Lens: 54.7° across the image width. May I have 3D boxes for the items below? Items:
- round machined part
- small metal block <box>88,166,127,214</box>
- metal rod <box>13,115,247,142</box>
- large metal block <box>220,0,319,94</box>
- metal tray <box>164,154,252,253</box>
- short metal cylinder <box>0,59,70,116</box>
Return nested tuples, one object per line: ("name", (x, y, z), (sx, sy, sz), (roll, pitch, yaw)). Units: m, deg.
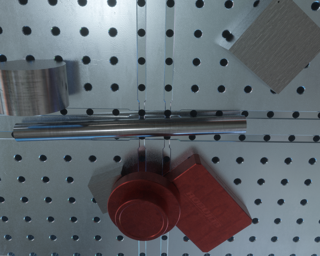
("round machined part", (-0.022, 0.111, 0.413), (0.099, 0.042, 0.097), (2, 114, 4))
("small metal block", (-0.068, 0.089, 0.445), (0.050, 0.025, 0.050), (-20, 109, 7))
("metal rod", (-0.039, 0.000, 0.413), (0.302, 0.025, 0.025), (-2, 110, 0))
("large metal block", (0.132, -0.100, 0.365), (0.080, 0.050, 0.080), (38, 106, -13))
("metal tray", (0.060, 0.113, 0.453), (0.090, 0.030, 0.130), (-39, 106, 12))
("short metal cylinder", (-0.150, -0.050, 0.364), (0.081, 0.080, 0.050), (1, 110, -1))
